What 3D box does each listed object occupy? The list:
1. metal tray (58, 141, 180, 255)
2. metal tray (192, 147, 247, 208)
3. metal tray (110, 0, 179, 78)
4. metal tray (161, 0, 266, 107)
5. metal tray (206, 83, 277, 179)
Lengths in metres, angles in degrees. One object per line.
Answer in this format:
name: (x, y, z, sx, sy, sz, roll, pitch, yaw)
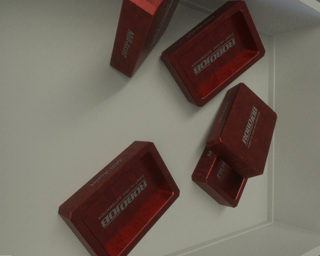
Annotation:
metal tray: (-0.041, 0.087, 0.370, 0.131, 0.030, 0.090, -42, 116, -32)
metal tray: (0.112, 0.050, 0.499, 0.090, 0.030, 0.130, 44, 64, -32)
metal tray: (-0.011, -0.120, 0.331, 0.030, 0.130, 0.090, 33, 68, -3)
metal tray: (0.077, -0.103, 0.434, 0.130, 0.030, 0.090, -39, 120, -7)
metal tray: (0.132, 0.002, 0.484, 0.090, 0.030, 0.130, 39, 53, -14)
